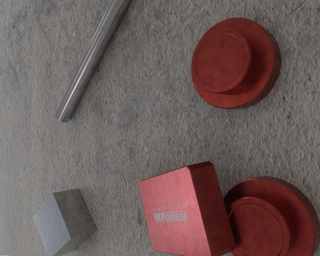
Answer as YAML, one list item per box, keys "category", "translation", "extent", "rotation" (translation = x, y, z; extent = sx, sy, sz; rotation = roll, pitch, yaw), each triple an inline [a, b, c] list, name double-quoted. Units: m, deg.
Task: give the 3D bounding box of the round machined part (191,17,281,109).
- category: "round machined part"
  translation: [0.073, -0.070, 0.333]
  extent: [0.098, 0.042, 0.097]
  rotation: [0, 90, 40]

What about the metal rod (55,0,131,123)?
- category: "metal rod"
  translation: [-0.097, -0.129, 0.484]
  extent: [0.025, 0.025, 0.298]
  rotation: [49, 119, 28]

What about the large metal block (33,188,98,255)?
- category: "large metal block"
  translation: [-0.161, 0.160, 0.522]
  extent: [0.080, 0.050, 0.080]
  rotation: [-46, 63, 30]

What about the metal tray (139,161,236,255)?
- category: "metal tray"
  translation: [0.022, 0.094, 0.353]
  extent: [0.129, 0.030, 0.090]
  rotation: [-32, 69, 58]

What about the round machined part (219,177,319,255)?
- category: "round machined part"
  translation: [0.102, 0.100, 0.310]
  extent: [0.098, 0.042, 0.097]
  rotation: [0, 90, 40]
